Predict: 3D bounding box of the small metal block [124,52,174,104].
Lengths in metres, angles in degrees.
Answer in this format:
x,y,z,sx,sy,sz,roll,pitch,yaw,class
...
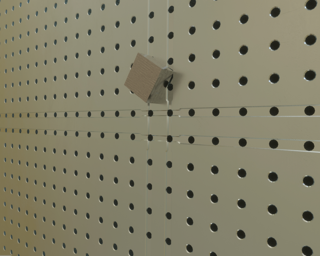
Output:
x,y,z,sx,sy,sz,roll,pitch,yaw,class
-0.016,-0.068,0.424,0.050,0.025,0.050,41,115,32,small metal block
